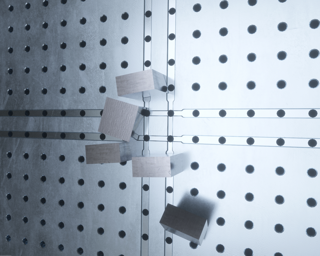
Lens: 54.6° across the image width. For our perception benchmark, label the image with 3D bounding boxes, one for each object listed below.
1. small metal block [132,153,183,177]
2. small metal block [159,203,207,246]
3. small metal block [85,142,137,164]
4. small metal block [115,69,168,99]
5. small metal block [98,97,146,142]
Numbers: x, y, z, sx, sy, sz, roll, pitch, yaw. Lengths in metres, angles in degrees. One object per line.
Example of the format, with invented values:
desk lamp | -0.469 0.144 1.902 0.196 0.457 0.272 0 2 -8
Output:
small metal block | -0.002 0.047 0.401 0.050 0.050 0.025 -3 89 20
small metal block | 0.031 0.121 0.386 0.050 0.050 0.025 18 67 19
small metal block | -0.066 0.033 0.423 0.050 0.050 0.025 -5 89 20
small metal block | -0.023 -0.056 0.408 0.050 0.050 0.025 -8 87 20
small metal block | -0.053 -0.012 0.432 0.050 0.025 0.050 17 96 19
